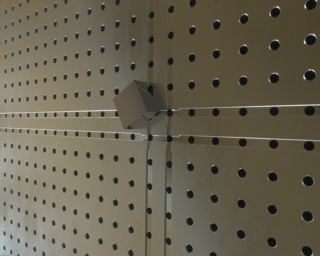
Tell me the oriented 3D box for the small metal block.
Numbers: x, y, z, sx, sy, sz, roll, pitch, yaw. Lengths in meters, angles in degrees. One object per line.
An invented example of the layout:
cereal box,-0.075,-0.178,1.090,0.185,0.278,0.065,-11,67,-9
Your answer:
small metal block,-0.035,-0.032,0.440,0.050,0.025,0.050,-35,69,34
